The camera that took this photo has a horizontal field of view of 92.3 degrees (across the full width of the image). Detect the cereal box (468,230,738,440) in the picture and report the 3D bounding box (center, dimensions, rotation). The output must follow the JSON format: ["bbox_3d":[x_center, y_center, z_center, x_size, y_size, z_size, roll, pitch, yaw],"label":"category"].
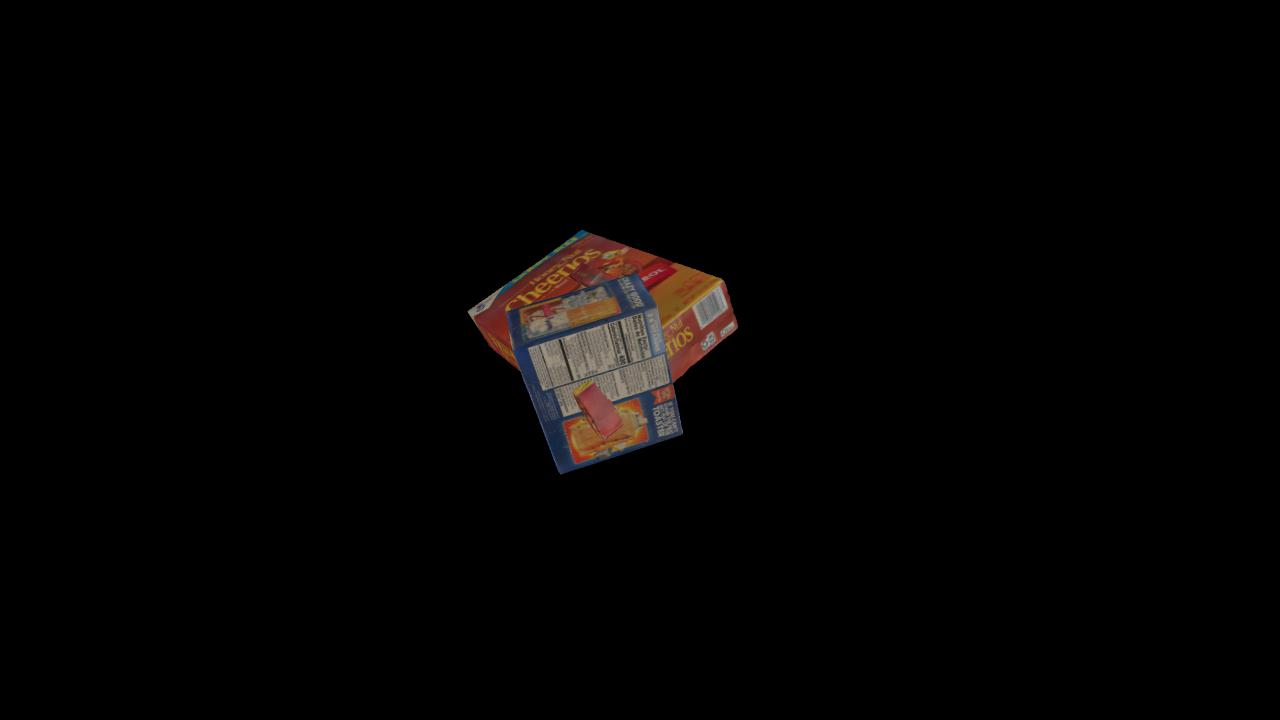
[{"bbox_3d":[-0.060,-0.051,0.743,0.203,0.081,0.306,-38,38,-17],"label":"cereal box"}]

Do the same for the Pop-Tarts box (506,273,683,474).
[{"bbox_3d":[-0.044,0.015,0.636,0.141,0.167,0.083,-17,36,-6],"label":"Pop-Tarts box"}]

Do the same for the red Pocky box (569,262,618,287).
[{"bbox_3d":[-0.022,-0.067,0.715,0.083,0.028,0.155,43,-6,-33],"label":"red Pocky box"}]
